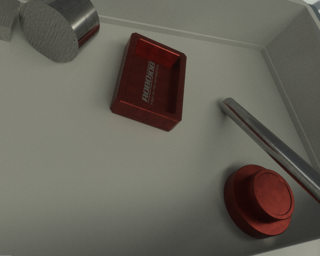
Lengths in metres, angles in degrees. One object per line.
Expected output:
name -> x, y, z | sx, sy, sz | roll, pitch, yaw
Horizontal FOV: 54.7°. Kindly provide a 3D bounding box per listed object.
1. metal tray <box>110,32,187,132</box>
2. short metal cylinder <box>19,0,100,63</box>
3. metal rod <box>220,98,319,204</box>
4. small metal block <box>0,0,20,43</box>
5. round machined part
metal tray -> -0.012, -0.067, 0.438 | 0.091, 0.030, 0.130 | 19, 54, -17
short metal cylinder -> -0.123, -0.129, 0.383 | 0.080, 0.080, 0.050 | 34, 51, -7
metal rod -> 0.161, 0.043, 0.377 | 0.025, 0.025, 0.300 | 3, 31, -27
small metal block -> -0.205, -0.139, 0.380 | 0.050, 0.025, 0.050 | 13, 56, -22
round machined part -> 0.139, 0.094, 0.415 | 0.099, 0.042, 0.098 | 14, 56, -21
